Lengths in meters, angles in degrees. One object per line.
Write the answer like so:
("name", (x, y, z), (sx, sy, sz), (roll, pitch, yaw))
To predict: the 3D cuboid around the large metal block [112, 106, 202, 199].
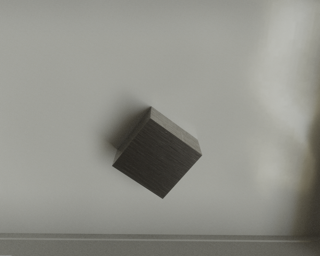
("large metal block", (-0.004, 0.032, 0.410), (0.080, 0.050, 0.080), (36, 106, -12))
